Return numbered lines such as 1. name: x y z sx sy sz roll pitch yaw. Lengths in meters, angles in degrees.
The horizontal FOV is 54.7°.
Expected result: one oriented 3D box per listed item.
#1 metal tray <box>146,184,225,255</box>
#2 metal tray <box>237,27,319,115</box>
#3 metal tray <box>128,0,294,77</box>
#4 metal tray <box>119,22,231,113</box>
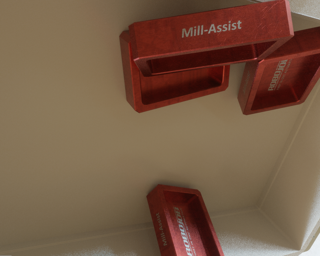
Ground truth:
1. metal tray: 0.038 0.149 0.454 0.091 0.130 0.030 15 130 -35
2. metal tray: 0.155 -0.067 0.398 0.091 0.030 0.130 -12 154 0
3. metal tray: 0.043 -0.079 0.290 0.131 0.090 0.030 -8 90 2
4. metal tray: 0.022 -0.077 0.371 0.131 0.030 0.089 -16 125 -20
